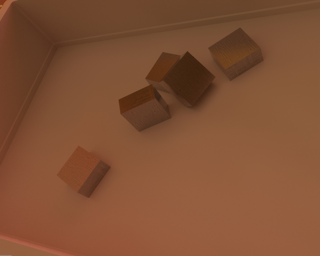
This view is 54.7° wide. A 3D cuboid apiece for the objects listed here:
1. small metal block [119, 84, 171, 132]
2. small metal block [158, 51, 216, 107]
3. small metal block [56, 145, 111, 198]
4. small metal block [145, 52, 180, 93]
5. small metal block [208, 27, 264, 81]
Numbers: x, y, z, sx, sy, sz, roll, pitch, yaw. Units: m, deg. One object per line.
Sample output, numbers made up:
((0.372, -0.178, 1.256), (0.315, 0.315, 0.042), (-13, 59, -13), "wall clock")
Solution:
((-0.020, -0.025, 0.416), (0.050, 0.050, 0.025), (-23, 53, 14), "small metal block")
((0.035, -0.063, 0.407), (0.050, 0.050, 0.025), (-51, 11, -8), "small metal block")
((-0.105, 0.059, 0.425), (0.050, 0.025, 0.050), (26, 76, 37), "small metal block")
((0.016, -0.078, 0.446), (0.050, 0.025, 0.050), (21, 73, 36), "small metal block")
((0.101, -0.099, 0.414), (0.050, 0.025, 0.050), (-32, 52, 7), "small metal block")
